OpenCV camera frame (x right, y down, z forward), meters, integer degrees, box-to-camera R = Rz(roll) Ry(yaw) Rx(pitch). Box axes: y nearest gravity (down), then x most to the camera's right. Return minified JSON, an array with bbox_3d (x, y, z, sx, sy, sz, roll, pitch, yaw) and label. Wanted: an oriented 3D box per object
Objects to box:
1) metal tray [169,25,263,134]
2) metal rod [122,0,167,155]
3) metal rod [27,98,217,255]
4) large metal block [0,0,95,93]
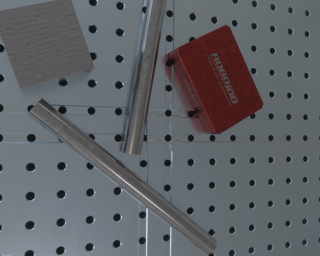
[{"bbox_3d":[0.082,-0.067,0.440,0.091,0.030,0.129,-30,100,-18],"label":"metal tray"},{"bbox_3d":[-0.013,-0.114,0.407,0.025,0.025,0.298,11,86,-20],"label":"metal rod"},{"bbox_3d":[-0.037,0.071,0.399,0.300,0.025,0.025,42,77,-15],"label":"metal rod"},{"bbox_3d":[-0.129,-0.092,0.351,0.081,0.050,0.080,-20,97,-19],"label":"large metal block"}]
